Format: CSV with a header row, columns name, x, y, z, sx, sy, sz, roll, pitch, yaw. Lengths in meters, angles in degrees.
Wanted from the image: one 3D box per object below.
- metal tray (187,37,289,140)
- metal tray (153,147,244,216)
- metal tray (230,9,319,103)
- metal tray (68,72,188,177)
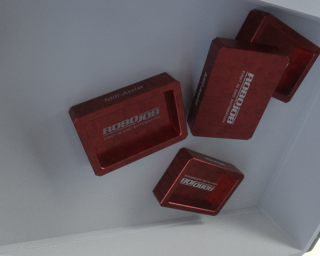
name,x,y,z,sx,sy,sz,roll,pitch,yaw
metal tray,0.096,-0.045,0.402,0.091,0.030,0.129,4,126,-14
metal tray,0.064,0.090,0.495,0.131,0.030,0.090,21,107,-36
metal tray,0.155,-0.095,0.431,0.131,0.030,0.089,15,111,-34
metal tray,-0.034,-0.005,0.383,0.131,0.030,0.089,-23,127,-15
